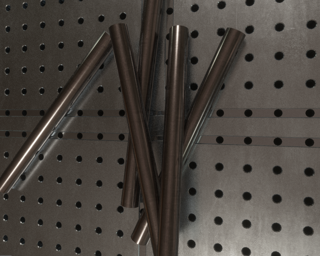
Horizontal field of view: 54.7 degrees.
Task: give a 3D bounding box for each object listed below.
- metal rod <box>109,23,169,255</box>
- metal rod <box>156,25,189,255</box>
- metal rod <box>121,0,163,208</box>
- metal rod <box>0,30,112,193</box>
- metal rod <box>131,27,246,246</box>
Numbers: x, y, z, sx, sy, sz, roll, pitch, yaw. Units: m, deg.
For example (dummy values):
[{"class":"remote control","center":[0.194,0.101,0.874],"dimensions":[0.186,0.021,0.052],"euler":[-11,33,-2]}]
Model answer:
[{"class":"metal rod","center":[-0.024,0.015,0.392],"dimensions":[0.025,0.025,0.298],"euler":[-13,86,19]},{"class":"metal rod","center":[0.016,0.019,0.379],"dimensions":[0.025,0.025,0.298],"euler":[0,80,19]},{"class":"metal rod","center":[-0.024,-0.042,0.420],"dimensions":[0.025,0.025,0.298],"euler":[8,92,19]},{"class":"metal rod","center":[-0.161,-0.017,0.467],"dimensions":[0.025,0.025,0.299],"euler":[43,103,14]},{"class":"metal rod","center":[0.033,0.017,0.400],"dimensions":[0.025,0.025,0.298],"euler":[27,99,17]}]
